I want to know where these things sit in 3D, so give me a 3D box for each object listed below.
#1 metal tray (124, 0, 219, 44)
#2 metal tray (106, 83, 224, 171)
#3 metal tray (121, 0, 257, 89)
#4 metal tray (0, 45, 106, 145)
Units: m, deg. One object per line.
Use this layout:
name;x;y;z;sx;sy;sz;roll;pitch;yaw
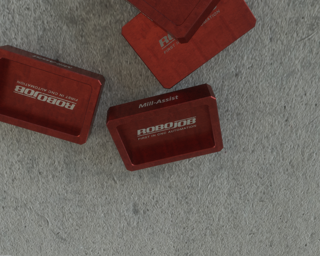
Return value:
metal tray;0.001;-0.162;0.320;0.130;0.030;0.090;39;100;7
metal tray;0.009;0.002;0.393;0.131;0.030;0.090;-13;129;5
metal tray;0.032;-0.119;0.363;0.130;0.030;0.090;-36;107;12
metal tray;-0.145;-0.040;0.390;0.131;0.030;0.089;17;109;-7
